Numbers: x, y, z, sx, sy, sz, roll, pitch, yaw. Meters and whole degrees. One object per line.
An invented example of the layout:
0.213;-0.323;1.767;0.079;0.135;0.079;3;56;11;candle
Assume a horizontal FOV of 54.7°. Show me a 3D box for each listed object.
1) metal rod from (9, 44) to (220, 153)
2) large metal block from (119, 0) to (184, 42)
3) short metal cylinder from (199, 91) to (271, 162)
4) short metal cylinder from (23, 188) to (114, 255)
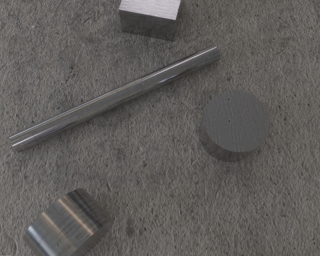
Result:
-0.053;-0.044;0.423;0.302;0.025;0.025;-26;72;-9;metal rod
-0.009;-0.184;0.462;0.080;0.050;0.080;12;70;4;large metal block
0.093;-0.001;0.396;0.081;0.050;0.080;0;70;0;short metal cylinder
-0.097;0.112;0.337;0.050;0.080;0.080;43;75;14;short metal cylinder
